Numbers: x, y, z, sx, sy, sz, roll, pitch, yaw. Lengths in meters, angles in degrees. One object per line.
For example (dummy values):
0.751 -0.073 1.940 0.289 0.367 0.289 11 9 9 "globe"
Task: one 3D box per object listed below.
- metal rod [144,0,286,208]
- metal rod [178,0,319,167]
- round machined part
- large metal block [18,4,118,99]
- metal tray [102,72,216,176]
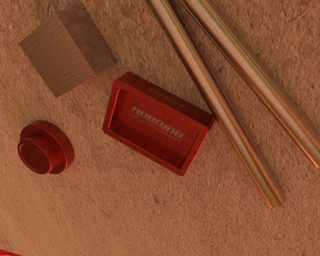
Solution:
0.065 -0.031 0.352 0.025 0.025 0.299 -23 106 36 "metal rod"
0.078 -0.078 0.316 0.300 0.025 0.025 49 128 -7 "metal rod"
-0.198 0.039 0.522 0.098 0.042 0.097 13 124 20 "round machined part"
-0.115 -0.095 0.391 0.080 0.050 0.080 -20 108 35 "large metal block"
-0.006 -0.004 0.402 0.130 0.030 0.089 29 128 9 "metal tray"
